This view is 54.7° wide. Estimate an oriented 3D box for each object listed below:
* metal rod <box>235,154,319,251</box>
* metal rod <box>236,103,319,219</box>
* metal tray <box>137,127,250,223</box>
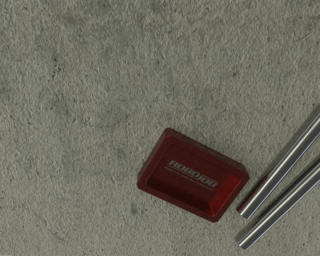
[{"bbox_3d":[0.216,0.066,0.437,0.025,0.025,0.299,35,106,-12],"label":"metal rod"},{"bbox_3d":[0.200,0.005,0.414,0.025,0.025,0.298,29,107,-11],"label":"metal rod"},{"bbox_3d":[0.045,0.068,0.432,0.131,0.030,0.089,27,108,-10],"label":"metal tray"}]
